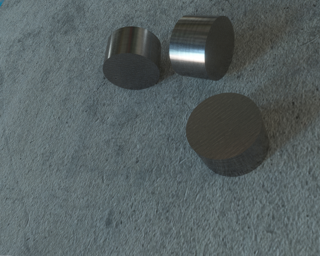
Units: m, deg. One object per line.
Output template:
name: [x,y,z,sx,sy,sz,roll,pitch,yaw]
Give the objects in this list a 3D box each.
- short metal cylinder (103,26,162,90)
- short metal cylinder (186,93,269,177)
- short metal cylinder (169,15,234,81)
short metal cylinder: [-0.039,-0.099,0.450,0.080,0.080,0.050,-10,57,23]
short metal cylinder: [0.075,0.008,0.343,0.080,0.050,0.080,-13,56,21]
short metal cylinder: [0.056,-0.105,0.403,0.050,0.080,0.080,16,70,34]
